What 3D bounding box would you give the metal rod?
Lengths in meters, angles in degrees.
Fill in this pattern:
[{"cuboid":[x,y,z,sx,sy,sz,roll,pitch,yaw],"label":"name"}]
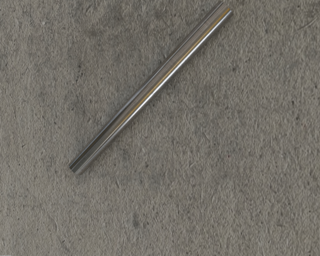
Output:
[{"cuboid":[-0.021,-0.044,0.416,0.299,0.025,0.025,-45,76,14],"label":"metal rod"}]
